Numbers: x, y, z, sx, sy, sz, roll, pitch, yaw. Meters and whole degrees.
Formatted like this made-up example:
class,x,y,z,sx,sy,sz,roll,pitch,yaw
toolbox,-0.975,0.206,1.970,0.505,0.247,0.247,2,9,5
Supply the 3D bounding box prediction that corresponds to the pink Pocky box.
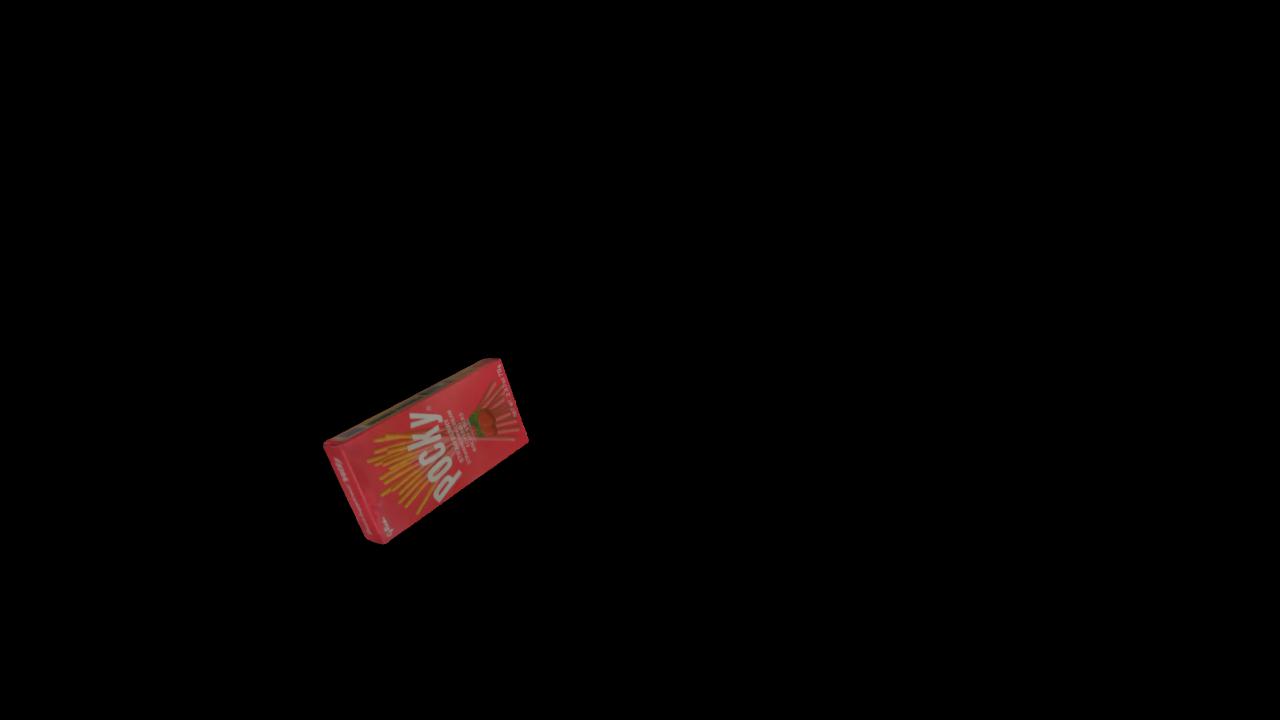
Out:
class,x,y,z,sx,sy,sz,roll,pitch,yaw
pink Pocky box,-0.161,0.066,0.491,0.029,0.084,0.155,-1,22,38
